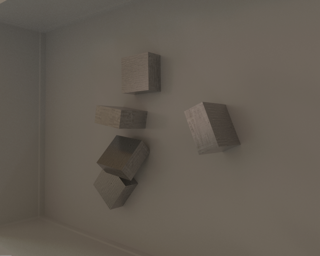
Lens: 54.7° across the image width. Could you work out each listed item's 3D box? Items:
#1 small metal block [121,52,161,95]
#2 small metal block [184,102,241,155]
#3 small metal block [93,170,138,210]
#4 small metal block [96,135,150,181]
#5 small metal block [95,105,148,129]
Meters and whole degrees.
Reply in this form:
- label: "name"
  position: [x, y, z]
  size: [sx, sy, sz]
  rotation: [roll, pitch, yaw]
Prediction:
- label: "small metal block"
  position: [-0.026, -0.074, 0.427]
  size: [0.050, 0.025, 0.050]
  rotation: [-1, 89, 39]
- label: "small metal block"
  position: [0.058, 0.000, 0.341]
  size: [0.025, 0.050, 0.050]
  rotation: [-28, 73, 36]
- label: "small metal block"
  position: [-0.067, 0.083, 0.459]
  size: [0.050, 0.025, 0.050]
  rotation: [47, 118, 29]
- label: "small metal block"
  position: [-0.051, 0.040, 0.429]
  size: [0.050, 0.025, 0.050]
  rotation: [10, 55, 39]
- label: "small metal block"
  position: [-0.054, -0.015, 0.433]
  size: [0.050, 0.050, 0.025]
  rotation: [12, 98, 39]
